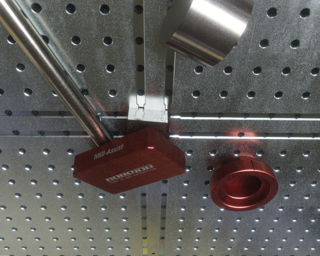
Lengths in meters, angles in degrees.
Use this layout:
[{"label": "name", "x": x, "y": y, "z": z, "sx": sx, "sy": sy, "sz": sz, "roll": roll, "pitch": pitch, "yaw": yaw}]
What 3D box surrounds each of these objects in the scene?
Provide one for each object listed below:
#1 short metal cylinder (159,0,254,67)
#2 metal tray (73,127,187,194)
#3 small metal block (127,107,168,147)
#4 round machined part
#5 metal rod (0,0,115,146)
[{"label": "short metal cylinder", "x": 0.040, "y": -0.104, "z": 0.288, "sx": 0.050, "sy": 0.080, "sz": 0.080, "roll": 22, "pitch": 127, "yaw": -18}, {"label": "metal tray", "x": -0.041, "y": 0.050, "z": 0.426, "sx": 0.130, "sy": 0.030, "sz": 0.090, "roll": -21, "pitch": 143, "yaw": 25}, {"label": "small metal block", "x": -0.018, "y": 0.002, "z": 0.413, "sx": 0.050, "sy": 0.025, "sz": 0.050, "roll": 5, "pitch": 130, "yaw": -5}, {"label": "round machined part", "x": 0.124, "y": 0.081, "z": 0.472, "sx": 0.099, "sy": 0.042, "sz": 0.097, "roll": -1, "pitch": 130, "yaw": 0}, {"label": "metal rod", "x": -0.110, "y": -0.043, "z": 0.373, "sx": 0.025, "sy": 0.025, "sz": 0.299, "roll": -18, "pitch": 128, "yaw": 14}]
